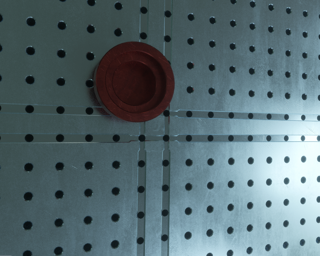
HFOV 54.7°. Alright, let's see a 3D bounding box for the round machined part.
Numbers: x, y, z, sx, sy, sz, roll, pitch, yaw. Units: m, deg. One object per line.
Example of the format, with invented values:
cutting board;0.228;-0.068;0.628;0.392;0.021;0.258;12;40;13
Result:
round machined part;-0.035;-0.056;0.392;0.099;0.042;0.097;0;90;-21
